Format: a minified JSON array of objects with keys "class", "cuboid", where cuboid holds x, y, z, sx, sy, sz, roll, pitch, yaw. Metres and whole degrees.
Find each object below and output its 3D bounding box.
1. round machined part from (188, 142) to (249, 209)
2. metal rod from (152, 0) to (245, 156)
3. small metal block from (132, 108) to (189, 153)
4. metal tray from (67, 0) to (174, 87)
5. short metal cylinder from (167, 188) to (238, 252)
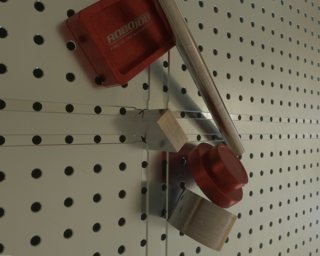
[{"class":"round machined part","cuboid":[0.088,0.061,0.441,0.098,0.042,0.098,39,28,-24]},{"class":"metal rod","cuboid":[0.063,-0.063,0.437,0.025,0.025,0.299,-54,130,-26]},{"class":"small metal block","cuboid":[0.000,0.003,0.395,0.025,0.050,0.050,-49,119,-29]},{"class":"metal tray","cuboid":[-0.034,-0.120,0.378,0.131,0.030,0.090,-44,117,-31]},{"class":"short metal cylinder","cuboid":[0.056,0.122,0.418,0.080,0.080,0.050,35,80,-35]}]
